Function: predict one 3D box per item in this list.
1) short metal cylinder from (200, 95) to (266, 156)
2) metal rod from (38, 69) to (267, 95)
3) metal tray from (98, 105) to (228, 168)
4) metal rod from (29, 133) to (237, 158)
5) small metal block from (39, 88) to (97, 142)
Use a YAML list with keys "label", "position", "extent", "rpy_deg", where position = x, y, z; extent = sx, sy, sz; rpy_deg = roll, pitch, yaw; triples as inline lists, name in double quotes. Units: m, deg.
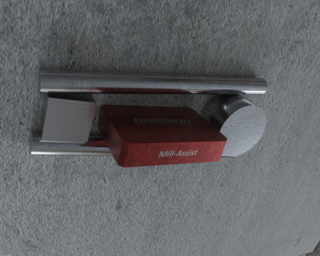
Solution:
- label: "short metal cylinder"
  position: [0.103, -0.007, 0.444]
  extent: [0.081, 0.050, 0.079]
  rpy_deg: [-14, 124, -21]
- label: "metal rod"
  position: [0.012, -0.054, 0.382]
  extent: [0.303, 0.025, 0.025]
  rpy_deg: [-3, 120, -27]
- label: "metal tray"
  position: [0.002, 0.006, 0.369]
  extent: [0.131, 0.090, 0.030]
  rpy_deg: [0, 118, -28]
- label: "metal rod"
  position: [-0.012, 0.026, 0.418]
  extent: [0.302, 0.025, 0.025]
  rpy_deg: [4, 117, -30]
- label: "small metal block"
  position: [-0.103, -0.013, 0.344]
  extent: [0.050, 0.025, 0.050]
  rpy_deg: [4, 116, -31]
